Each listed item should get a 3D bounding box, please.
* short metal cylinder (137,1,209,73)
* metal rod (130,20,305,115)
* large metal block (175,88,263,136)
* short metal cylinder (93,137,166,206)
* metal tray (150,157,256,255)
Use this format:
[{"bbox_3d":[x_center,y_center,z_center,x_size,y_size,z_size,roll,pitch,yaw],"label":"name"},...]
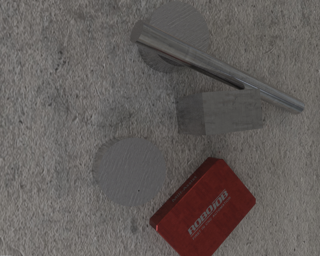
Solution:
[{"bbox_3d":[0.016,-0.115,0.402,0.081,0.050,0.080,0,90,-20],"label":"short metal cylinder"},{"bbox_3d":[0.096,-0.067,0.406,0.302,0.025,0.025,16,85,-34],"label":"metal rod"},{"bbox_3d":[0.075,-0.021,0.408,0.081,0.080,0.050,-6,93,-20],"label":"large metal block"},{"bbox_3d":[-0.039,0.051,0.382,0.081,0.050,0.080,0,90,-20],"label":"short metal cylinder"},{"bbox_3d":[0.062,0.115,0.430,0.130,0.030,0.090,-44,104,-15],"label":"metal tray"}]
